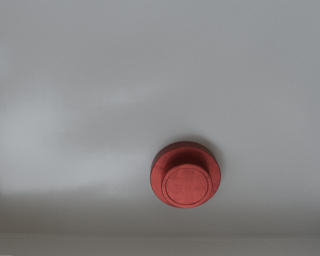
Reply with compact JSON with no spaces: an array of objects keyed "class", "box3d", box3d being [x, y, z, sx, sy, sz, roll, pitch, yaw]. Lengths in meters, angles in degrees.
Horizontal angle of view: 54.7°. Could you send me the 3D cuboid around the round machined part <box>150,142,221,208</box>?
[{"class":"round machined part","box3d":[0.035,0.071,0.429,0.099,0.042,0.097,0,110,-1]}]
